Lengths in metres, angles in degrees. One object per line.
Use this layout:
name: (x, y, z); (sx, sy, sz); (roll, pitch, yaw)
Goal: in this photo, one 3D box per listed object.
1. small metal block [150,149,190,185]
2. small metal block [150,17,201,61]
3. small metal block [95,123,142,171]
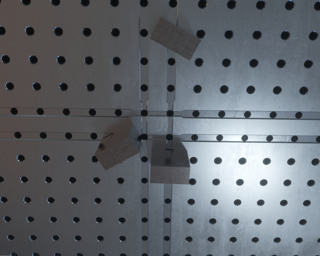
small metal block: (0.013, 0.052, 0.419); (0.050, 0.050, 0.025); (2, 110, -1)
small metal block: (0.017, -0.105, 0.361); (0.050, 0.050, 0.025); (27, 108, -10)
small metal block: (-0.053, 0.023, 0.408); (0.050, 0.050, 0.025); (-28, 108, 10)
